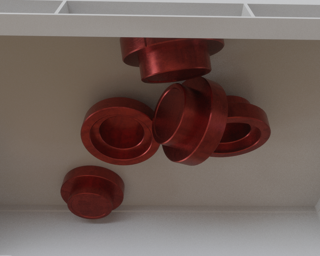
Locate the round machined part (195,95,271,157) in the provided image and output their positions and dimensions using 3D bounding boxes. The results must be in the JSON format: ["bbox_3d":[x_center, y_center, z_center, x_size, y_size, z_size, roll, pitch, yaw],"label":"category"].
[{"bbox_3d":[0.082,-0.004,0.383,0.099,0.042,0.098,-2,148,-1],"label":"round machined part"}]

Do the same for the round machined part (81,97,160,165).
[{"bbox_3d":[-0.048,0.000,0.397,0.099,0.042,0.097,0,130,0],"label":"round machined part"}]

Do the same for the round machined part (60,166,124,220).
[{"bbox_3d":[-0.107,0.107,0.488,0.099,0.042,0.097,0,130,0],"label":"round machined part"}]

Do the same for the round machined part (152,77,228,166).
[{"bbox_3d":[0.025,-0.011,0.338,0.042,0.098,0.097,16,129,-26],"label":"round machined part"}]

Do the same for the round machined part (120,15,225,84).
[{"bbox_3d":[0.013,-0.070,0.300,0.098,0.098,0.042,-8,90,7],"label":"round machined part"}]
